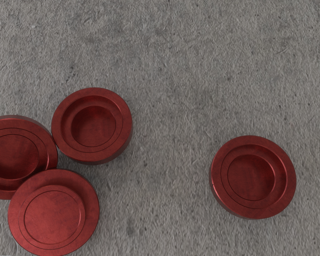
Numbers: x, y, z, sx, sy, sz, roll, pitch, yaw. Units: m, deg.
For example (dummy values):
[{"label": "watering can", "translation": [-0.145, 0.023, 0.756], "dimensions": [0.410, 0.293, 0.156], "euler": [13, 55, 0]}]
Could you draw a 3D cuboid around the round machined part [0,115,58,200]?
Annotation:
[{"label": "round machined part", "translation": [-0.175, 0.032, 0.369], "dimensions": [0.099, 0.042, 0.097], "euler": [-6, 106, -22]}]

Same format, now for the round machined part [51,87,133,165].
[{"label": "round machined part", "translation": [-0.083, 0.001, 0.398], "dimensions": [0.099, 0.042, 0.098], "euler": [0, 70, 0]}]

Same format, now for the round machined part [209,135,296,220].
[{"label": "round machined part", "translation": [0.108, 0.061, 0.377], "dimensions": [0.099, 0.042, 0.098], "euler": [0, 70, 0]}]

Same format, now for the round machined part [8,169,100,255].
[{"label": "round machined part", "translation": [-0.118, 0.096, 0.347], "dimensions": [0.099, 0.042, 0.097], "euler": [1, 87, -13]}]
